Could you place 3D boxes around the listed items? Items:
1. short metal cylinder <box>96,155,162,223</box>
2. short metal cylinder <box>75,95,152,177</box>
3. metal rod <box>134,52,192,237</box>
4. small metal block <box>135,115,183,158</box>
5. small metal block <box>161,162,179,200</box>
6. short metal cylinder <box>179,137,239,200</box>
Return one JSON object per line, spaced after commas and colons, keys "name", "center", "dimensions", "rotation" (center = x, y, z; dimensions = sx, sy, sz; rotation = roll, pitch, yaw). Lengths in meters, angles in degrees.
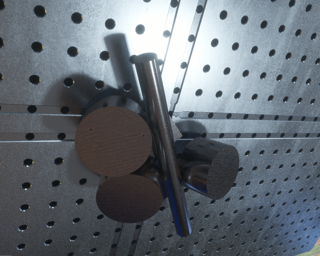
{"name": "short metal cylinder", "center": [-0.038, 0.075, 0.399], "dimensions": [0.081, 0.050, 0.079], "rotation": [-1, 120, -2]}
{"name": "short metal cylinder", "center": [-0.051, 0.008, 0.349], "dimensions": [0.081, 0.050, 0.079], "rotation": [-2, 109, -6]}
{"name": "metal rod", "center": [0.012, 0.045, 0.408], "dimensions": [0.025, 0.025, 0.298], "rotation": [-23, 127, -14]}
{"name": "small metal block", "center": [-0.006, 0.004, 0.406], "dimensions": [0.050, 0.025, 0.050], "rotation": [-37, 129, -4]}
{"name": "small metal block", "center": [0.010, 0.071, 0.456], "dimensions": [0.050, 0.025, 0.050], "rotation": [-35, 129, -5]}
{"name": "short metal cylinder", "center": [0.071, 0.057, 0.448], "dimensions": [0.081, 0.050, 0.079], "rotation": [-18, 115, -43]}
